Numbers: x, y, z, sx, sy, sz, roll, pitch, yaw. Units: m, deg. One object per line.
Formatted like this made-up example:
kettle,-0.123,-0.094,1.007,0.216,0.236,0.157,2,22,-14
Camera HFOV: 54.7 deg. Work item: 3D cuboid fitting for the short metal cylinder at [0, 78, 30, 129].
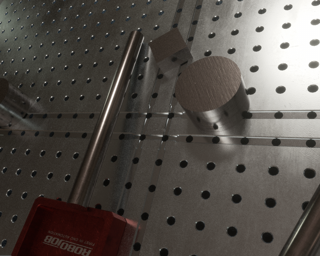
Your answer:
short metal cylinder,-0.289,-0.044,0.567,0.080,0.050,0.080,-13,57,20

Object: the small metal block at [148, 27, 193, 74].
small metal block,0.016,-0.119,0.472,0.050,0.025,0.050,-27,53,11

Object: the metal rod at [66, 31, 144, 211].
metal rod,-0.068,-0.031,0.441,0.025,0.025,0.300,-4,53,25

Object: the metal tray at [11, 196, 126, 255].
metal tray,-0.114,0.140,0.377,0.130,0.030,0.090,3,63,29

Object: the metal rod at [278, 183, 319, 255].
metal rod,0.202,0.001,0.301,0.025,0.025,0.300,28,76,37

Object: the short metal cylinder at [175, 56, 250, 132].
short metal cylinder,0.065,-0.041,0.383,0.080,0.050,0.080,-13,56,20
